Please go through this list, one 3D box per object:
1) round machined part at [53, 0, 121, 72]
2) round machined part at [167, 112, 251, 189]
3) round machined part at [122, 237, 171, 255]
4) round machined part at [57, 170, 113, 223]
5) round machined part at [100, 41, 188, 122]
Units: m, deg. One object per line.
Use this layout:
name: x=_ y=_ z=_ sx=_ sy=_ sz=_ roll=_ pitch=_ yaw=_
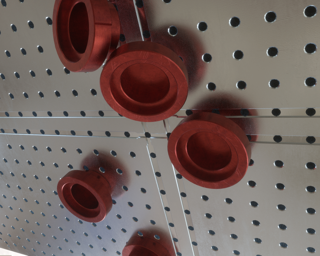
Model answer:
round machined part: x=-0.082 y=-0.114 z=0.354 sx=0.098 sy=0.042 sz=0.097 roll=13 pitch=108 yaw=46
round machined part: x=0.062 y=0.024 z=0.381 sx=0.098 sy=0.042 sz=0.097 roll=13 pitch=124 yaw=20
round machined part: x=-0.027 y=0.251 z=0.568 sx=0.098 sy=0.042 sz=0.097 roll=13 pitch=124 yaw=20
round machined part: x=-0.123 y=0.111 z=0.532 sx=0.098 sy=0.042 sz=0.097 roll=13 pitch=124 yaw=20
round machined part: x=-0.016 y=-0.057 z=0.359 sx=0.099 sy=0.042 sz=0.097 roll=3 pitch=133 yaw=4
